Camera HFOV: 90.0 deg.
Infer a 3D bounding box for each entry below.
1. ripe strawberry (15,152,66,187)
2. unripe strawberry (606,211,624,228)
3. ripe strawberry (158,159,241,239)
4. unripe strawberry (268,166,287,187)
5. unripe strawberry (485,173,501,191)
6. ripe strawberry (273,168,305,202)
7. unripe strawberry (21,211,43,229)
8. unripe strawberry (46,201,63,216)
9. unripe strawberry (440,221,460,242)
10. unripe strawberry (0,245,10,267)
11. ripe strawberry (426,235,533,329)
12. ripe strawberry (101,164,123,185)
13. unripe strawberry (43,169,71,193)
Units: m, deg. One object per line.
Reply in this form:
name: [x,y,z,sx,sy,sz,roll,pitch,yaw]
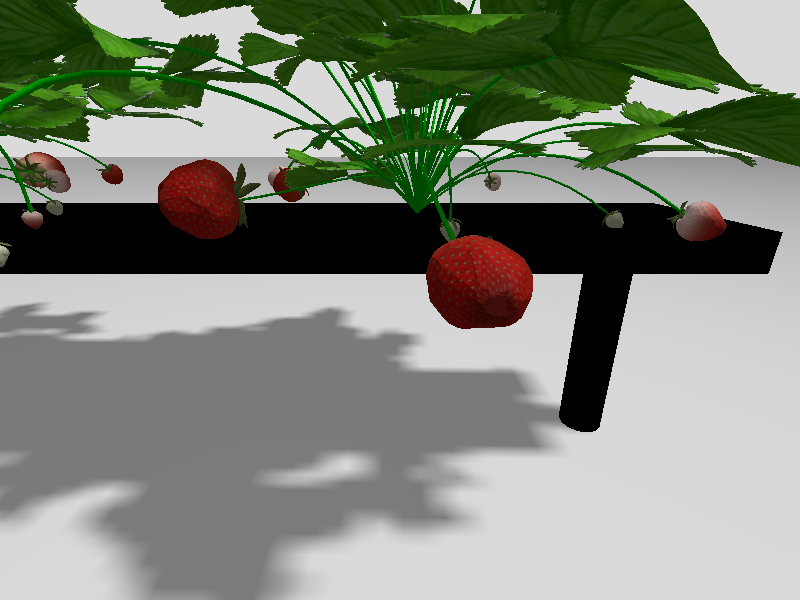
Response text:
ripe strawberry: [-0.474,-0.173,0.532,0.052,0.045,0.052,-4,21,-10]
unripe strawberry: [0.149,-0.055,0.278,0.012,0.012,0.011,42,33,9]
ripe strawberry: [-0.120,-0.060,0.240,0.044,0.046,0.040,-16,26,-35]
unripe strawberry: [-0.156,-0.158,0.518,0.032,0.027,0.032,-18,15,-39]
unripe strawberry: [0.121,-0.152,0.515,0.021,0.022,0.022,12,16,28]
ripe strawberry: [-0.116,-0.119,0.414,0.035,0.034,0.032,9,23,30]
unripe strawberry: [-0.243,-0.053,0.266,0.011,0.011,0.011,9,23,22]
unripe strawberry: [-0.287,-0.077,0.334,0.010,0.012,0.012,-10,20,8]
unripe strawberry: [0.026,-0.036,0.210,0.010,0.011,0.011,-2,21,-4]
unripe strawberry: [-0.176,-0.019,0.174,0.010,0.010,0.011,-19,28,-40]
ripe strawberry: [0.024,-0.004,0.120,0.032,0.028,0.033,-1,22,-2]
ripe strawberry: [-0.413,-0.180,0.578,0.024,0.028,0.027,2,-27,5]
unripe strawberry: [-0.425,-0.148,0.499,0.026,0.028,0.028,1,21,3]
